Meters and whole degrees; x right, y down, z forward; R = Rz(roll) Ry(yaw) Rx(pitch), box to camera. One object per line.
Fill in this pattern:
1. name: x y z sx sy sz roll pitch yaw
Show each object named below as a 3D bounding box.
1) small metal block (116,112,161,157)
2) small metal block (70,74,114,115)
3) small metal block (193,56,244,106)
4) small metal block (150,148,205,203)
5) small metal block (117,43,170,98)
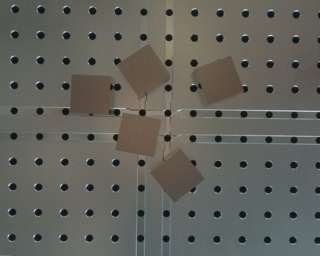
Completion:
1. small metal block: -0.028 0.009 0.413 0.050 0.025 0.050 11 90 -1
2. small metal block: -0.090 -0.044 0.412 0.050 0.025 0.050 2 90 -1
3. small metal block: 0.077 -0.062 0.414 0.050 0.025 0.050 -20 90 -1
4. small metal block: 0.023 0.062 0.414 0.050 0.025 0.050 -38 91 0
5. small metal block: -0.021 -0.075 0.413 0.050 0.025 0.050 -34 90 0
